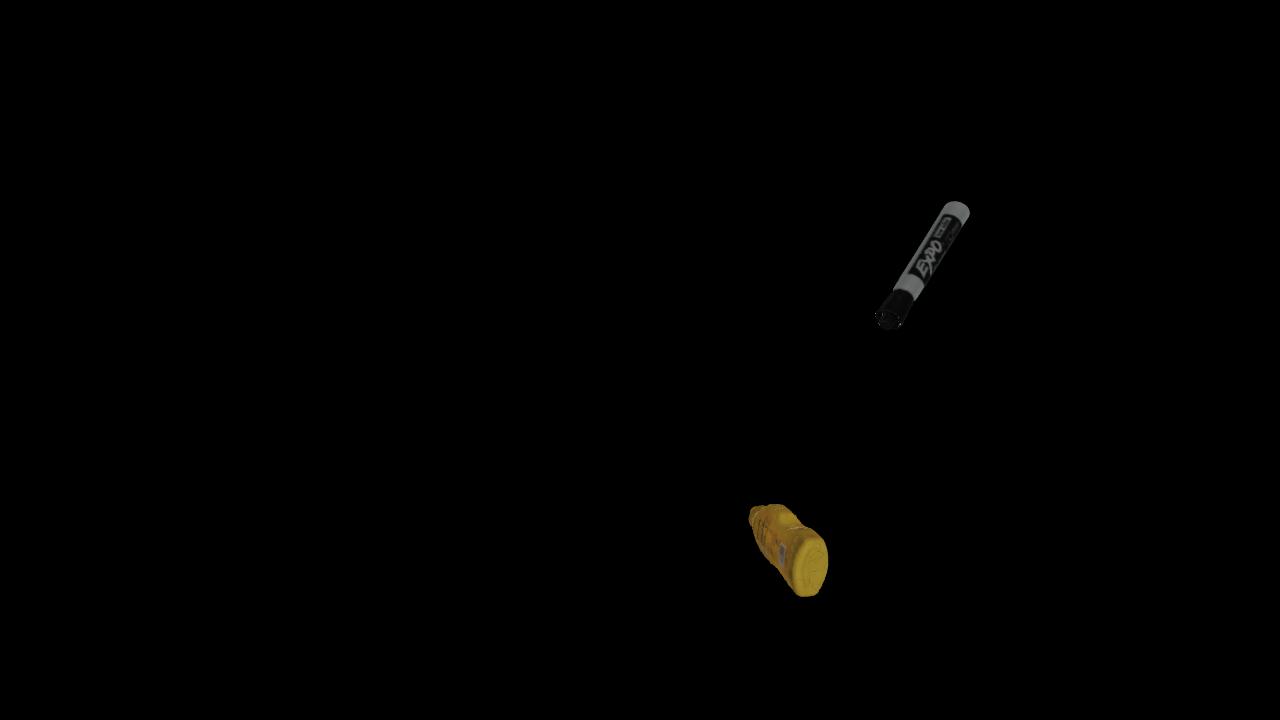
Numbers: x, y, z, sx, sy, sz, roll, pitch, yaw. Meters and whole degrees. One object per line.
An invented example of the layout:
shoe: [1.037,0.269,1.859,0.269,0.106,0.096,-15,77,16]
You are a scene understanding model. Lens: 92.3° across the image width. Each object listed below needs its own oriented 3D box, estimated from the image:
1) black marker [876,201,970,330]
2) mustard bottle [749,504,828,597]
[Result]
black marker: [0.199,-0.067,0.433,0.020,0.121,0.020,33,-22,15]
mustard bottle: [0.210,0.266,0.922,0.054,0.092,0.184,-6,13,-14]
